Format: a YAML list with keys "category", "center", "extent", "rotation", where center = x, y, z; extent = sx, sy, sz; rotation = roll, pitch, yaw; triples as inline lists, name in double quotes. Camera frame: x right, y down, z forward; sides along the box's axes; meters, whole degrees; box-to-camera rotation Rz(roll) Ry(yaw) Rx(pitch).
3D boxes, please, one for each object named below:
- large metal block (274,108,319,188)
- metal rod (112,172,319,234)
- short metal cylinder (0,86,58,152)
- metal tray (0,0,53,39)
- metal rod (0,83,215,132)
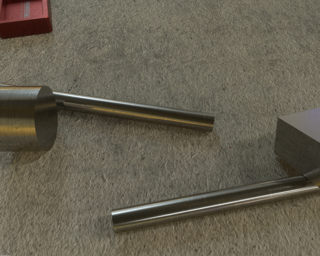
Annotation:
- category: "large metal block"
  center: [0.192, 0.018, 0.355]
  extent: [0.081, 0.050, 0.080]
  rotation: [-12, 28, -14]
- category: "metal rod"
  center: [0.100, 0.074, 0.341]
  extent: [0.302, 0.025, 0.025]
  rotation: [-9, 51, -8]
- category: "short metal cylinder"
  center: [-0.162, -0.011, 0.375]
  extent: [0.050, 0.080, 0.080]
  rotation: [-1, 50, -1]
- category: "metal tray"
  center: [-0.255, -0.222, 0.583]
  extent: [0.091, 0.030, 0.130]
  rotation: [-11, 51, -10]
- category: "metal rod"
  center: [-0.078, -0.029, 0.426]
  extent: [0.302, 0.025, 0.025]
  rotation: [9, 51, 6]
